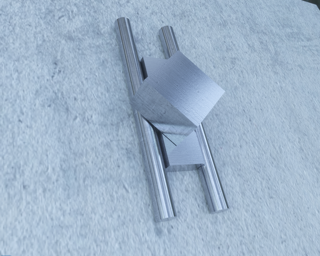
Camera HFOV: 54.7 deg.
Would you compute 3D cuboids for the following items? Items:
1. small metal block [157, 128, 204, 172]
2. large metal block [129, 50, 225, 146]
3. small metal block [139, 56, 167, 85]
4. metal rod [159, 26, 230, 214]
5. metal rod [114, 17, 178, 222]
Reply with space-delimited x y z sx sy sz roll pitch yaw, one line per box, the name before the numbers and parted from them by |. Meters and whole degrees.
small metal block | 0.023 0.029 0.401 0.050 0.025 0.050 1 61 -28
large metal block | 0.023 -0.039 0.392 0.080 0.050 0.080 42 51 0
small metal block | -0.002 -0.074 0.449 0.050 0.025 0.050 1 61 -28
metal rod | 0.042 -0.028 0.448 0.025 0.025 0.299 1 61 -28
metal rod | -0.025 -0.029 0.411 0.025 0.025 0.299 1 61 -28
